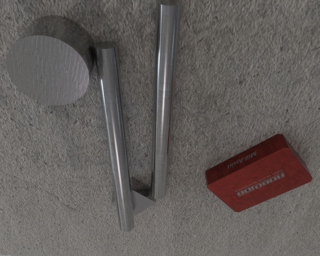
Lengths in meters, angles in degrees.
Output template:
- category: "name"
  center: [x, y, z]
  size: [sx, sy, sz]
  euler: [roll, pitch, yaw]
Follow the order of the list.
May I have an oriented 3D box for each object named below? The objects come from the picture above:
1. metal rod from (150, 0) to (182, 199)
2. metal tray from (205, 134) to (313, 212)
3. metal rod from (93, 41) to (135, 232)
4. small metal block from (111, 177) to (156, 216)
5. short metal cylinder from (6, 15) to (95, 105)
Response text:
- category: "metal rod"
  center: [0.003, -0.010, 0.398]
  size: [0.025, 0.025, 0.298]
  euler: [2, 130, -2]
- category: "metal tray"
  center: [0.146, 0.073, 0.467]
  size: [0.130, 0.030, 0.090]
  euler: [-32, 123, 24]
- category: "metal rod"
  center: [-0.056, 0.034, 0.415]
  size: [0.025, 0.025, 0.298]
  euler: [-1, 124, 0]
- category: "small metal block"
  center: [-0.042, 0.111, 0.502]
  size: [0.050, 0.025, 0.050]
  euler: [35, 122, -26]
- category: "short metal cylinder"
  center: [-0.112, -0.071, 0.329]
  size: [0.081, 0.050, 0.079]
  euler: [0, 130, 0]
